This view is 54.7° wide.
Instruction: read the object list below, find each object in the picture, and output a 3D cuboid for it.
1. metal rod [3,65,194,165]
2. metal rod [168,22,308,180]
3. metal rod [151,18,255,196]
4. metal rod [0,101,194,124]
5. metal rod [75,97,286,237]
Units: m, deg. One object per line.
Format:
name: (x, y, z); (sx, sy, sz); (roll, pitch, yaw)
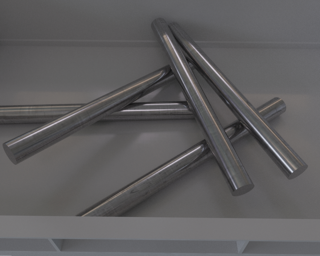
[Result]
metal rod: (-0.050, -0.039, 0.402); (0.025, 0.025, 0.302); (35, 47, 26)
metal rod: (0.084, -0.057, 0.418); (0.025, 0.025, 0.300); (-20, 53, -16)
metal rod: (0.042, -0.050, 0.407); (0.025, 0.025, 0.299); (-13, 54, -11)
metal rod: (-0.085, -0.022, 0.422); (0.302, 0.025, 0.025); (-2, 50, -2)
metal rod: (0.042, 0.035, 0.375); (0.302, 0.025, 0.025); (-28, 56, -22)
